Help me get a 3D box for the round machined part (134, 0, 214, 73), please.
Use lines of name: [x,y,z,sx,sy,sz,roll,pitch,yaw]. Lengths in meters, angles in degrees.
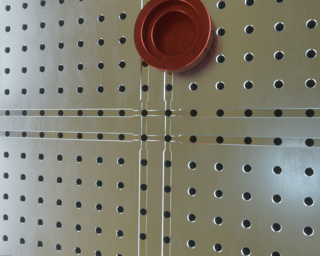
round machined part: [0.020,-0.119,0.396,0.098,0.042,0.097,0,90,19]
